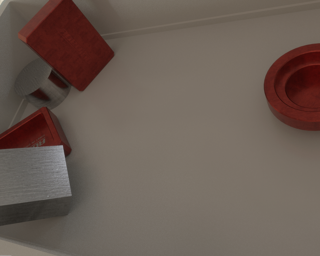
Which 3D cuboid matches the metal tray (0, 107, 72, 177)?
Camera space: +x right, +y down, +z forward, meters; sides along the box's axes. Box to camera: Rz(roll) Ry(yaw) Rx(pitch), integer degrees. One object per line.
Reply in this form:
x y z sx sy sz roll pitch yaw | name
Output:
-0.211 0.036 0.476 0.130 0.030 0.090 -34 54 -4 | metal tray

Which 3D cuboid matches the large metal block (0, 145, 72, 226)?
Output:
-0.165 0.072 0.402 0.081 0.050 0.080 -3 50 -26 | large metal block

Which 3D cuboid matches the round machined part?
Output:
0.166 -0.040 0.332 0.098 0.042 0.098 -13 56 20 | round machined part

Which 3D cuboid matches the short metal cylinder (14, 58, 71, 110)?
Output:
-0.204 -0.076 0.541 0.080 0.050 0.080 -13 56 20 | short metal cylinder

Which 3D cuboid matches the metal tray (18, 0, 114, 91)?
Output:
-0.142 -0.130 0.490 0.030 0.130 0.090 33 80 38 | metal tray
